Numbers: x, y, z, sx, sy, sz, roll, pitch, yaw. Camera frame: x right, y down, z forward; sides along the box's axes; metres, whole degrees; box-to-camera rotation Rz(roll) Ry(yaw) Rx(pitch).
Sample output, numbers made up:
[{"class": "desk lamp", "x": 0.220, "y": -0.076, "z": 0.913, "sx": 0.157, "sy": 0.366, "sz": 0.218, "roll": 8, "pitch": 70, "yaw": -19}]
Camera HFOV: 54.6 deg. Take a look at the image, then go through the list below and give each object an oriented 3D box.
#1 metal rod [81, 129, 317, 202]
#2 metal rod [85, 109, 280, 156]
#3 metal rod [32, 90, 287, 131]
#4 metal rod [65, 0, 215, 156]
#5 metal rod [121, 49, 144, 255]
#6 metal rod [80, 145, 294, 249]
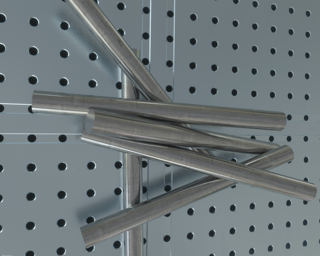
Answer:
[{"class": "metal rod", "x": 0.054, "y": 0.044, "z": 0.386, "sx": 0.302, "sy": 0.025, "sz": 0.025, "roll": 16, "pitch": 85, "yaw": -8}, {"class": "metal rod", "x": 0.053, "y": 0.014, "z": 0.395, "sx": 0.302, "sy": 0.025, "sz": 0.025, "roll": 10, "pitch": 87, "yaw": -33}, {"class": "metal rod", "x": 0.009, "y": -0.019, "z": 0.371, "sx": 0.302, "sy": 0.025, "sz": 0.025, "roll": 4, "pitch": 89, "yaw": -12}, {"class": "metal rod", "x": -0.014, "y": -0.050, "z": 0.383, "sx": 0.025, "sy": 0.025, "sz": 0.300, "roll": -46, "pitch": 113, "yaw": -14}, {"class": "metal rod", "x": -0.035, "y": 0.050, "z": 0.399, "sx": 0.025, "sy": 0.025, "sz": 0.298, "roll": -1, "pitch": 90, "yaw": -20}, {"class": "metal rod", "x": 0.049, "y": 0.081, "z": 0.401, "sx": 0.302, "sy": 0.025, "sz": 0.025, "roll": -18, "pitch": 96, "yaw": -18}]
